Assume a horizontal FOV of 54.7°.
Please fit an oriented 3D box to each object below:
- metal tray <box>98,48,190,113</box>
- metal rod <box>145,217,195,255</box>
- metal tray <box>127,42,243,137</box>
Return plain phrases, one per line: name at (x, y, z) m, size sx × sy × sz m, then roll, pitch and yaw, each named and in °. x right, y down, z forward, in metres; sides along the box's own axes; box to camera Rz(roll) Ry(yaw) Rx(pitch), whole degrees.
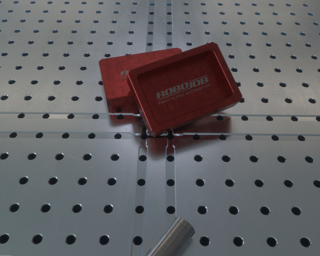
metal tray at (-0.020, -0.074, 0.467) m, size 0.131 × 0.030 × 0.090 m, roll -11°, pitch 51°, yaw -10°
metal rod at (-0.067, 0.191, 0.246) m, size 0.025 × 0.025 × 0.301 m, roll 31°, pitch 56°, yaw 23°
metal tray at (0.032, -0.052, 0.416) m, size 0.131 × 0.030 × 0.090 m, roll -21°, pitch 81°, yaw -11°
